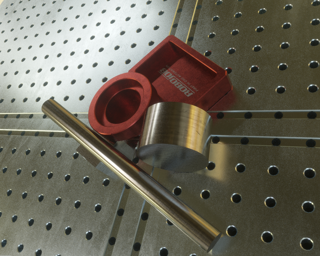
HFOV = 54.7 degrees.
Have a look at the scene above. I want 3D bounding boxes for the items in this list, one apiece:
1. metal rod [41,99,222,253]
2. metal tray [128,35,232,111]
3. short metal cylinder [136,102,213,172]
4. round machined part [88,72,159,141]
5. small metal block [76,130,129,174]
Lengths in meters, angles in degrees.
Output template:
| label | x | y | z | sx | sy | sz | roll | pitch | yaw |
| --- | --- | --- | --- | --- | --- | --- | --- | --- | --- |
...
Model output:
| label | x | y | z | sx | sy | sz | roll | pitch | yaw |
| --- | --- | --- | --- | --- | --- | --- | --- | --- | --- |
| metal rod | -0.054 | 0.042 | 0.383 | 0.300 | 0.025 | 0.025 | 34 | 81 | 29 |
| metal tray | 0.023 | -0.068 | 0.432 | 0.090 | 0.030 | 0.130 | -42 | 51 | -2 |
| short metal cylinder | 0.018 | 0.013 | 0.353 | 0.080 | 0.080 | 0.050 | -4 | 60 | 26 |
| round machined part | -0.046 | -0.025 | 0.425 | 0.098 | 0.042 | 0.098 | -14 | 55 | 22 |
| small metal block | -0.080 | 0.028 | 0.432 | 0.050 | 0.025 | 0.050 | 32 | 79 | 37 |
